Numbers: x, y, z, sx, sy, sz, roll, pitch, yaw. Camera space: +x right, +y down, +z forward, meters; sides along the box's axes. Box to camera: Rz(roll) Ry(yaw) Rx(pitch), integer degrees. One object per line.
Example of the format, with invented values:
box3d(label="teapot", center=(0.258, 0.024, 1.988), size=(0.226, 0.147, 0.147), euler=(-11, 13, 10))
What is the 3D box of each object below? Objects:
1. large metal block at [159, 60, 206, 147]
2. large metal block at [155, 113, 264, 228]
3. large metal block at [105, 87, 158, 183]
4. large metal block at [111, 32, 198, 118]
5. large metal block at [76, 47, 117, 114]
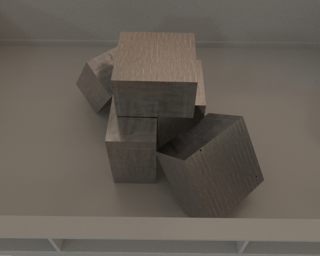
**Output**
box3d(label="large metal block", center=(0.025, -0.030, 0.391), size=(0.050, 0.080, 0.080), euler=(1, 50, 0))
box3d(label="large metal block", center=(0.054, 0.040, 0.324), size=(0.080, 0.080, 0.050), euler=(-34, 23, -25))
box3d(label="large metal block", center=(-0.028, 0.009, 0.360), size=(0.050, 0.080, 0.080), euler=(1, 50, 0))
box3d(label="large metal block", center=(-0.004, -0.058, 0.331), size=(0.080, 0.050, 0.080), euler=(1, 50, 1))
box3d(label="large metal block", center=(-0.058, -0.069, 0.415), size=(0.080, 0.080, 0.050), euler=(-35, 94, -26))
